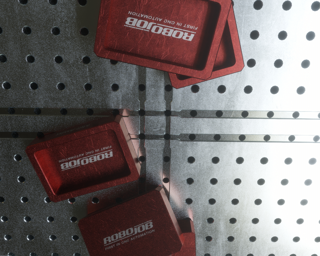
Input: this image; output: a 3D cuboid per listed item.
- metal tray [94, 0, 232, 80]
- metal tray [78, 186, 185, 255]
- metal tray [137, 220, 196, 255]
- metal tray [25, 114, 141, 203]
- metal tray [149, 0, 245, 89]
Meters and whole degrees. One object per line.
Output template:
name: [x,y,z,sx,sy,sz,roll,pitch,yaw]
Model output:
metal tray: [0.001,-0.111,0.337,0.131,0.030,0.089,11,110,-5]
metal tray: [-0.041,0.150,0.447,0.130,0.030,0.090,-24,85,8]
metal tray: [0.011,0.209,0.488,0.091,0.030,0.129,-4,110,1]
metal tray: [-0.102,0.043,0.424,0.131,0.030,0.089,-16,110,5]
metal tray: [0.041,-0.121,0.366,0.090,0.030,0.129,-15,110,5]
